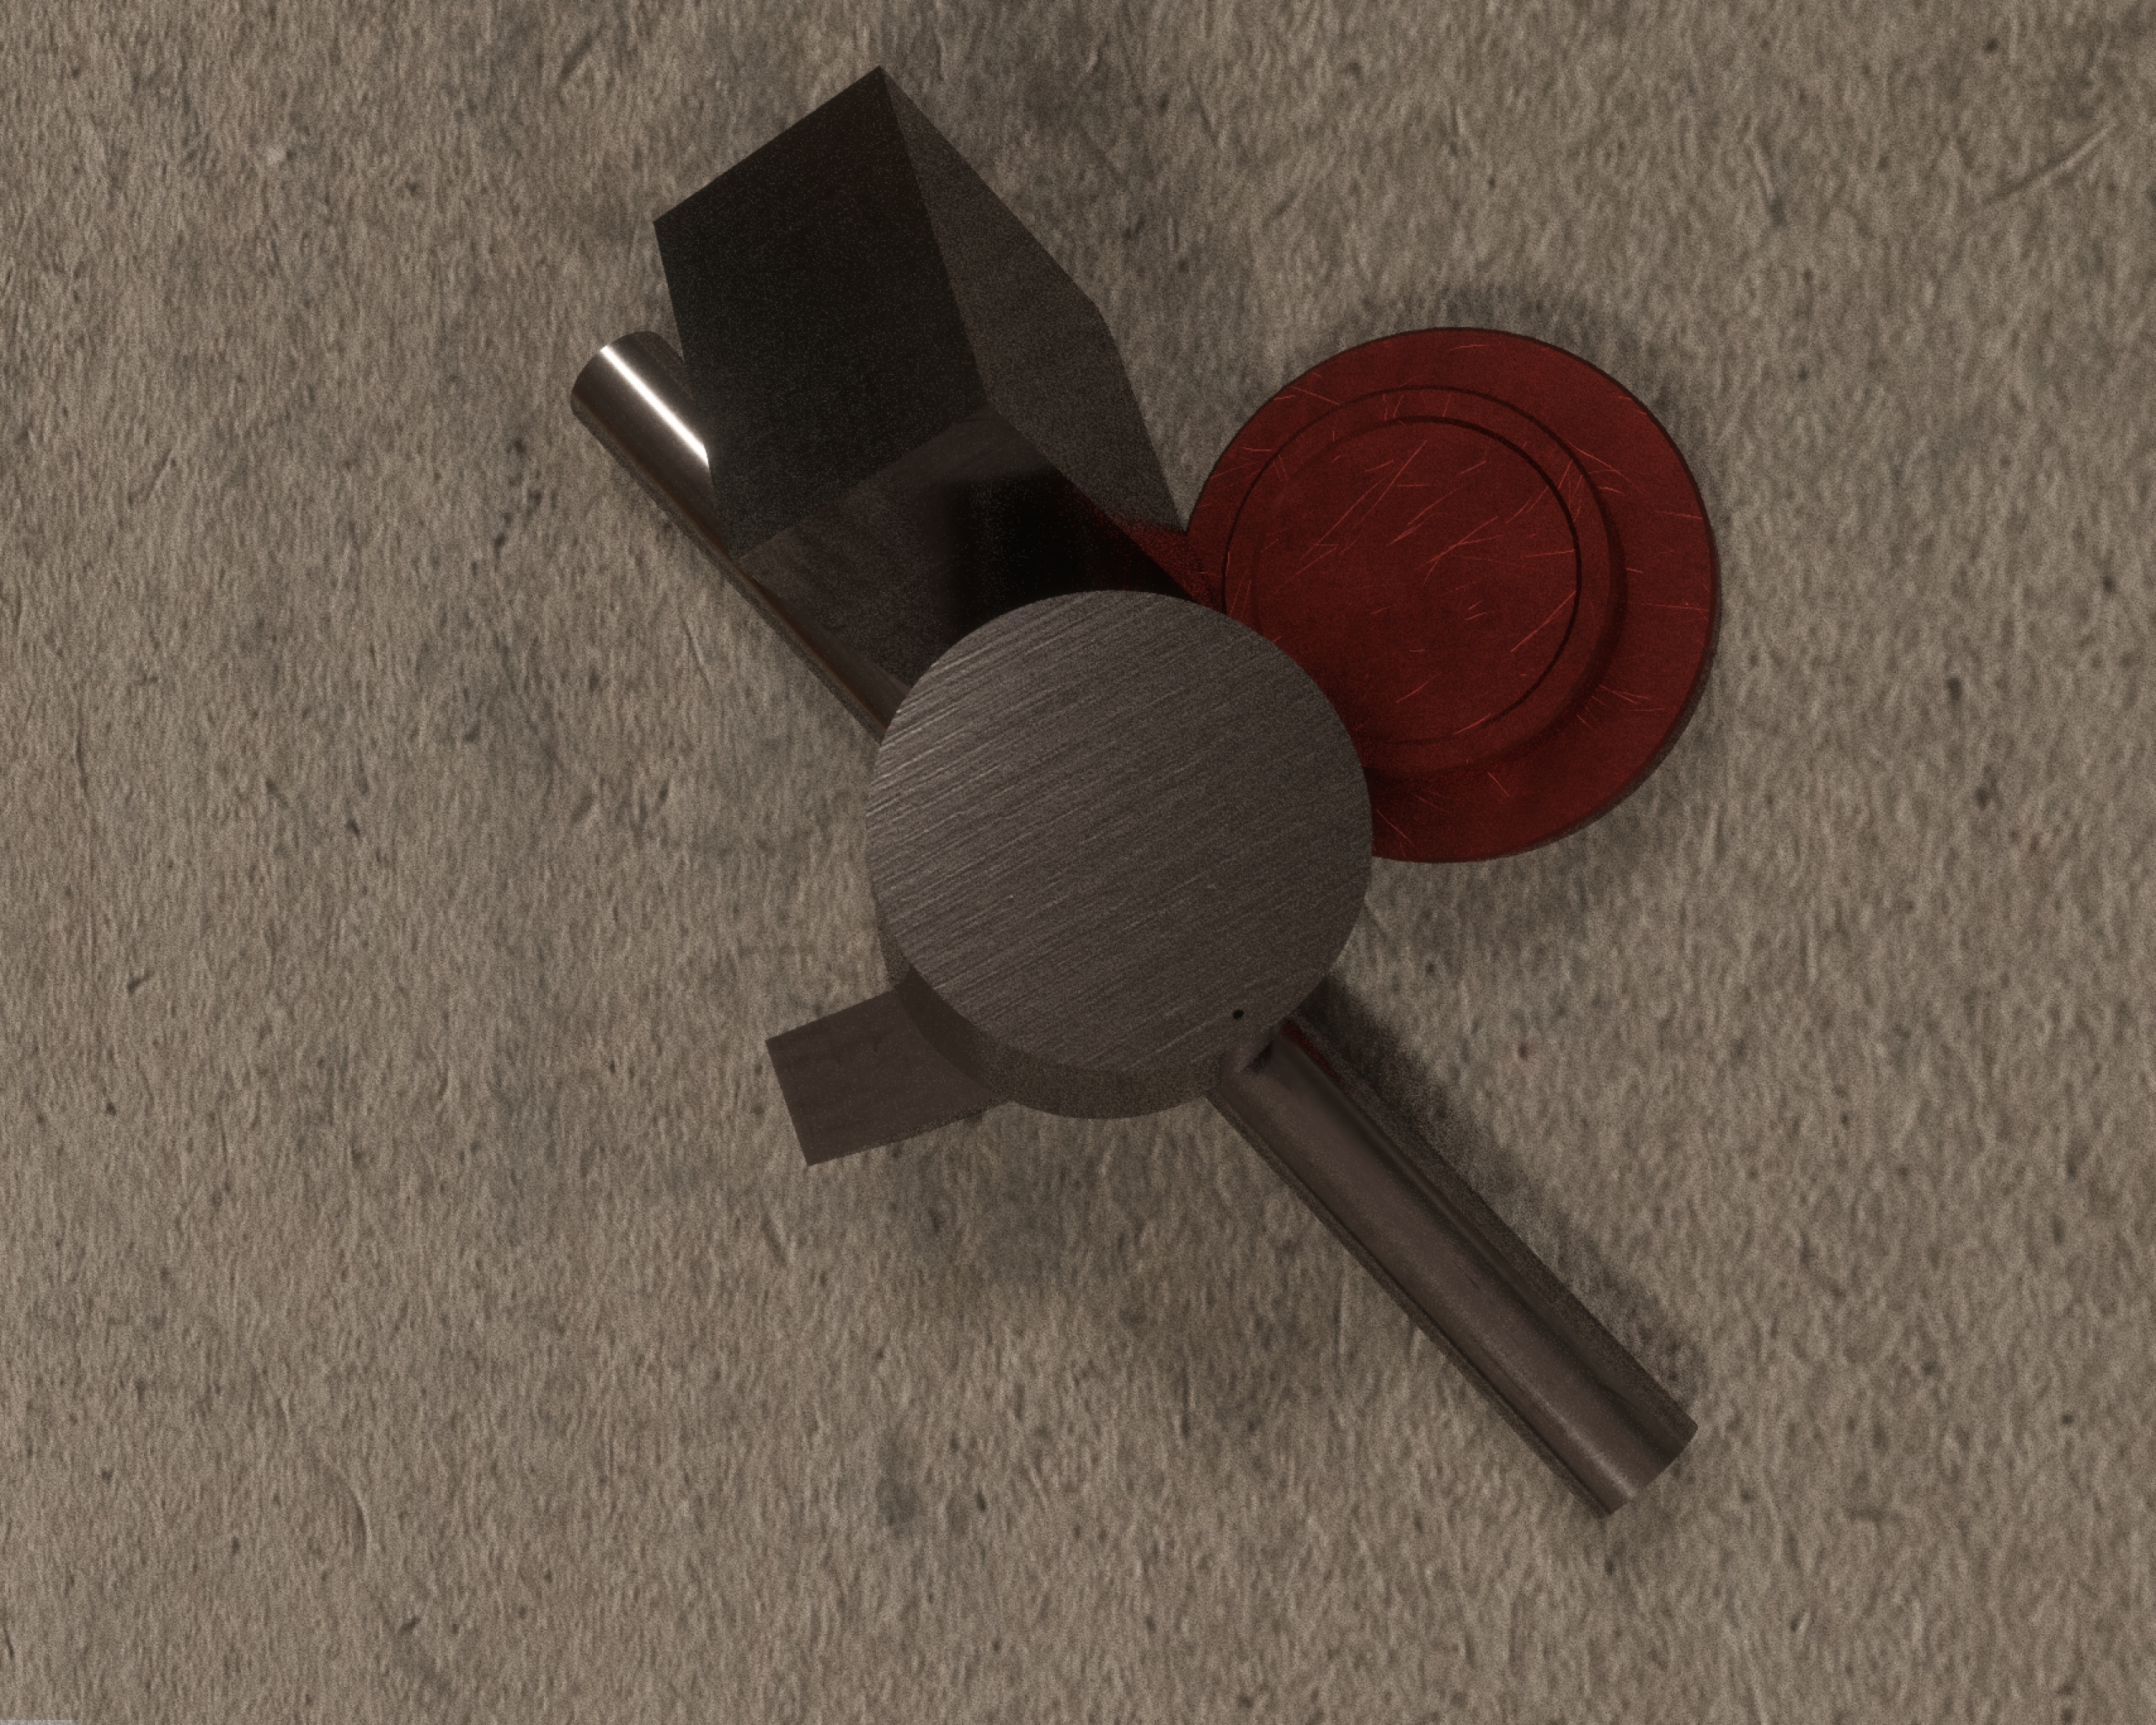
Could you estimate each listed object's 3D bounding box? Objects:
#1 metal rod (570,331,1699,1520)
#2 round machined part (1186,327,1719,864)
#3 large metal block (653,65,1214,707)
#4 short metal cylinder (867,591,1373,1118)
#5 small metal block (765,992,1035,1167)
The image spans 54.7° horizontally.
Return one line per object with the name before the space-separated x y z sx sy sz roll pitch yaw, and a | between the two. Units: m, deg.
metal rod | 0.002 0.003 0.409 0.025 0.025 0.300 -47 76 14
round machined part | 0.064 -0.048 0.377 0.098 0.042 0.097 0 90 19
large metal block | -0.025 -0.079 0.378 0.050 0.080 0.080 -28 59 19
short metal cylinder | 0.005 0.000 0.355 0.081 0.050 0.080 1 74 -4
small metal block | -0.024 0.036 0.405 0.050 0.050 0.025 -22 82 18
